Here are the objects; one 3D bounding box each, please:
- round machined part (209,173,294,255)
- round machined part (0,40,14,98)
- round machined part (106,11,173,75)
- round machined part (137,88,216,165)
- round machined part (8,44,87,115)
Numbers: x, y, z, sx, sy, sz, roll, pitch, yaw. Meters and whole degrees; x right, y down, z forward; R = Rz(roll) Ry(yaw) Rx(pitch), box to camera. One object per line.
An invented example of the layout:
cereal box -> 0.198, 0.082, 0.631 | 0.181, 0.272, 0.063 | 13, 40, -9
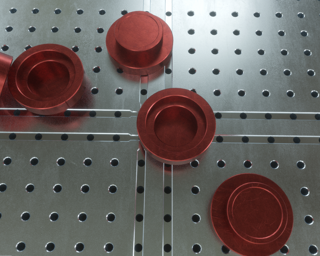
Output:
round machined part -> 0.109, 0.101, 0.367 | 0.099, 0.042, 0.098 | 0, 70, -1
round machined part -> -0.225, -0.070, 0.405 | 0.042, 0.098, 0.098 | 19, 67, -29
round machined part -> -0.030, -0.129, 0.450 | 0.099, 0.042, 0.098 | 0, 70, -1
round machined part -> 0.020, 0.000, 0.403 | 0.099, 0.042, 0.098 | 0, 70, -1
round machined part -> -0.149, -0.062, 0.424 | 0.099, 0.042, 0.098 | 0, 70, -1
